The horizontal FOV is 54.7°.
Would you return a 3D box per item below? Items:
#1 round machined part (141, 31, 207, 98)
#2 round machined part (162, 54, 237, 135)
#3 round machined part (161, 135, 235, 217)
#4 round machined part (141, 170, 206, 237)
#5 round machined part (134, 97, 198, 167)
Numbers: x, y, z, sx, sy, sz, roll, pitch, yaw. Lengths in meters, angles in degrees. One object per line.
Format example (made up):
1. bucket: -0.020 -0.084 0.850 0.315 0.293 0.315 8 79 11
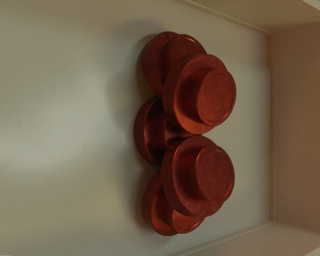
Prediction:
1. round machined part: 0.028 -0.082 0.402 0.099 0.042 0.098 16 64 -35
2. round machined part: 0.054 -0.039 0.372 0.099 0.042 0.097 -13 110 -37
3. round machined part: 0.052 0.056 0.371 0.099 0.042 0.098 11 72 -38
4. round machined part: 0.028 0.096 0.399 0.099 0.042 0.097 -15 114 -36
5. round machined part: 0.018 0.004 0.408 0.099 0.042 0.097 1 88 -40
